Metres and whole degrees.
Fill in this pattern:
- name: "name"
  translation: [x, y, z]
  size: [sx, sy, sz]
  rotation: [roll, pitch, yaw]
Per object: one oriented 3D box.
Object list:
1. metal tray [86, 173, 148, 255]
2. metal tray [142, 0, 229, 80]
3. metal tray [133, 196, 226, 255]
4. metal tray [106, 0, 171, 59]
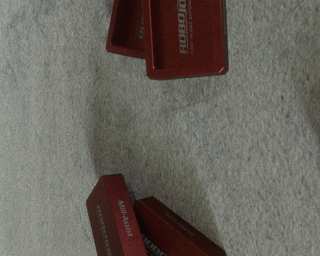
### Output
- name: "metal tray"
  translation: [-0.062, 0.139, 0.422]
  size: [0.089, 0.030, 0.130]
  rotation: [-54, 47, 44]
- name: "metal tray"
  translation: [0.028, -0.123, 0.353]
  size: [0.090, 0.030, 0.129]
  rotation: [-2, 94, 22]
- name: "metal tray"
  translation: [0.010, 0.159, 0.392]
  size: [0.130, 0.030, 0.089]
  rotation: [30, 108, 35]
- name: "metal tray"
  translation: [-0.023, -0.160, 0.418]
  size: [0.090, 0.030, 0.129]
  rotation: [20, 103, 38]
